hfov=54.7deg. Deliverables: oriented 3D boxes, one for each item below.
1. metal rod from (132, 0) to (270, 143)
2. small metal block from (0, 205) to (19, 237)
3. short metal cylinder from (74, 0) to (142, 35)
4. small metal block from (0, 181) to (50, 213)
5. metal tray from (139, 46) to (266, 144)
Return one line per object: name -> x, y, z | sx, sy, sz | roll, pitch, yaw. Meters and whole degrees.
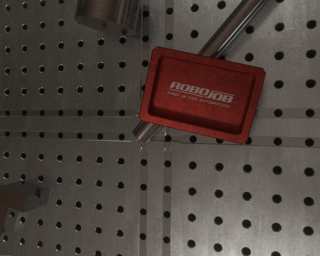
metal rod -> 0.068, -0.098, 0.388 | 0.025, 0.025, 0.299 | 44, 103, 14
small metal block -> -0.261, 0.139, 0.502 | 0.050, 0.025, 0.050 | 20, 97, 18
short metal cylinder -> -0.067, -0.158, 0.406 | 0.080, 0.080, 0.050 | 13, 95, 19
small metal block -> -0.207, 0.103, 0.470 | 0.050, 0.050, 0.025 | 14, 95, 19
metal tray -> 0.048, -0.040, 0.371 | 0.131, 0.030, 0.089 | 13, 101, 6
